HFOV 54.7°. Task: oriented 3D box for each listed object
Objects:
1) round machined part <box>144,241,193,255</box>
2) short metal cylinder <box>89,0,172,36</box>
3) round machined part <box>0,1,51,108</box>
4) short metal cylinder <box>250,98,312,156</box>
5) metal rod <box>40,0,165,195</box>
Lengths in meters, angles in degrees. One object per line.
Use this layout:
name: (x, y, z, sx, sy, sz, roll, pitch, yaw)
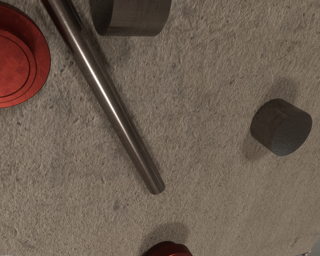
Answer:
round machined part: (0.008, 0.242, 0.552, 0.099, 0.042, 0.097, -14, 125, -21)
short metal cylinder: (-0.030, -0.124, 0.279, 0.050, 0.080, 0.079, -7, 122, -25)
round machined part: (-0.149, -0.061, 0.277, 0.099, 0.042, 0.097, -14, 125, -21)
short metal cylinder: (0.195, -0.001, 0.499, 0.081, 0.050, 0.079, -14, 125, -21)
metal rod: (-0.051, -0.018, 0.368, 0.025, 0.025, 0.299, -31, 129, -9)
